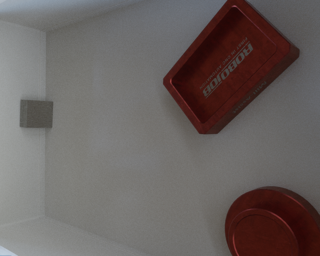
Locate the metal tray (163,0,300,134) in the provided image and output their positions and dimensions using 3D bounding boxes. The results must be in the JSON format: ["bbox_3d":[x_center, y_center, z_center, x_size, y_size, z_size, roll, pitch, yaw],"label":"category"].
[{"bbox_3d":[0.071,-0.066,0.343,0.129,0.030,0.090,-48,62,29],"label":"metal tray"}]

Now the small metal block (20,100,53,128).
[{"bbox_3d":[-0.229,-0.026,0.576,0.025,0.050,0.050,6,94,39],"label":"small metal block"}]

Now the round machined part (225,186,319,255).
[{"bbox_3d":[0.108,0.110,0.306,0.098,0.042,0.097,0,90,39],"label":"round machined part"}]
